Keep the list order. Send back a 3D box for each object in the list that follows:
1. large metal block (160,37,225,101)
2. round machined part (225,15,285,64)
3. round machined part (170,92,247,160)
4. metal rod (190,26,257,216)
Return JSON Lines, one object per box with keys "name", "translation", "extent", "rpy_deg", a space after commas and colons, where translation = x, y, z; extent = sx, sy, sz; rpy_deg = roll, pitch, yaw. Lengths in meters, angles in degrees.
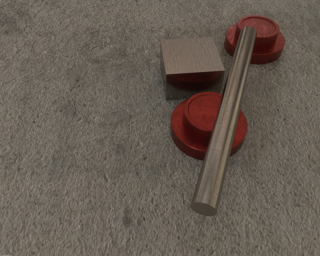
{"name": "large metal block", "translation": [0.044, -0.090, 0.462], "extent": [0.081, 0.050, 0.080], "rpy_deg": [-4, 50, -4]}
{"name": "round machined part", "translation": [0.161, -0.155, 0.523], "extent": [0.099, 0.042, 0.098], "rpy_deg": [0, 50, 0]}
{"name": "round machined part", "translation": [0.063, -0.009, 0.400], "extent": [0.099, 0.042, 0.098], "rpy_deg": [0, 50, 0]}
{"name": "metal rod", "translation": [0.087, -0.034, 0.377], "extent": [0.025, 0.025, 0.300], "rpy_deg": [14, 51, 11]}
